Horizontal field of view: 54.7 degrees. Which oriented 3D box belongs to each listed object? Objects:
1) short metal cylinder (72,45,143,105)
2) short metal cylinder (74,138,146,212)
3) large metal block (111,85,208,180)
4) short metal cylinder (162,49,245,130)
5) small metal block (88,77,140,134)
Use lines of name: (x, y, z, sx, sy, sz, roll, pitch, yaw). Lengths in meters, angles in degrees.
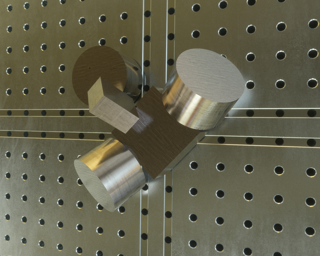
short metal cylinder: (-0.070, -0.066, 0.420, 0.080, 0.050, 0.079, 0, 90, 20)
short metal cylinder: (-0.064, 0.059, 0.396, 0.080, 0.050, 0.080, 35, 145, 29)
large metal block: (0.001, 0.005, 0.393, 0.080, 0.050, 0.080, 46, 104, 14)
short metal cylinder: (0.048, -0.045, 0.355, 0.080, 0.081, 0.050, 45, 142, 14)
small metal block: (-0.055, -0.027, 0.362, 0.025, 0.050, 0.050, -47, 32, 16)
